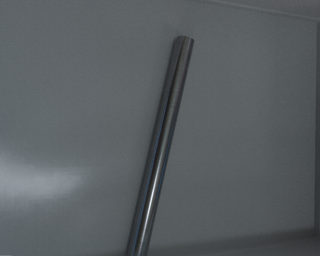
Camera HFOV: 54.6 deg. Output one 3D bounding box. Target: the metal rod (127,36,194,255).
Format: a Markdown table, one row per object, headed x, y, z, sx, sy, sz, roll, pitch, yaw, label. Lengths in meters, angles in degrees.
| x | y | z | sx | sy | sz | roll | pitch | yaw | label |
| --- | --- | --- | --- | --- | --- | --- | --- | --- | --- |
| 0.002 | 0.025 | 0.410 | 0.025 | 0.025 | 0.299 | 14 | 85 | -20 | metal rod |
